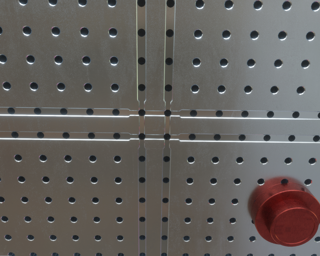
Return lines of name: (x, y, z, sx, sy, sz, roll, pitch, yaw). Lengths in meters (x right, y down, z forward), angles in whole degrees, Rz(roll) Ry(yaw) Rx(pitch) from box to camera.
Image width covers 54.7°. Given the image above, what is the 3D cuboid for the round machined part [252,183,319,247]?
round machined part: (0.190, 0.134, 0.457, 0.099, 0.042, 0.097, 0, 110, -1)
